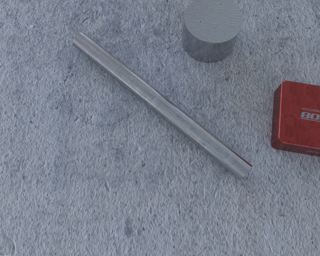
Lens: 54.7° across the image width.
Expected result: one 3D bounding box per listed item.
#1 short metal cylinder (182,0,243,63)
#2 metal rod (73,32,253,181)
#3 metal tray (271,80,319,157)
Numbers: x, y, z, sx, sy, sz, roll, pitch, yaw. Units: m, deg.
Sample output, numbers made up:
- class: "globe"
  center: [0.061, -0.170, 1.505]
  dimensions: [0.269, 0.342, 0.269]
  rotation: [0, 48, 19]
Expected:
- class: "short metal cylinder"
  center: [0.073, -0.142, 0.448]
  dimensions: [0.081, 0.050, 0.080]
  rotation: [0, 70, 0]
- class: "metal rod"
  center: [-0.005, -0.036, 0.421]
  dimensions: [0.300, 0.025, 0.025]
  rotation: [39, 75, 13]
- class: "metal tray"
  center: [0.220, -0.008, 0.411]
  dimensions: [0.131, 0.030, 0.090]
  rotation: [10, 70, 3]
